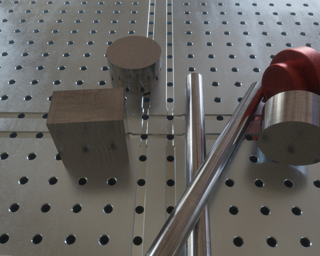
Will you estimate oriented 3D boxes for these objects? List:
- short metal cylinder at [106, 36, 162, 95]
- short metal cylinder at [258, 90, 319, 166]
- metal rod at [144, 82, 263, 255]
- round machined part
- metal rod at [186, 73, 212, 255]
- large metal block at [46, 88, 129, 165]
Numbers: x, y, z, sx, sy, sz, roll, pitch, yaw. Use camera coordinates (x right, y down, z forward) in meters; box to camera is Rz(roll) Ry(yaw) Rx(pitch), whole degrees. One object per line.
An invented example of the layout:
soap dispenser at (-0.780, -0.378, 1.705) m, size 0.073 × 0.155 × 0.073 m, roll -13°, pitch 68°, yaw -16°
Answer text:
short metal cylinder at (-0.038, -0.096, 0.472) m, size 0.080 × 0.050 × 0.080 m, roll 0°, pitch 50°, yaw 0°
short metal cylinder at (0.162, 0.001, 0.372) m, size 0.080 × 0.080 × 0.050 m, roll 13°, pitch 52°, yaw 11°
metal rod at (0.071, 0.029, 0.358) m, size 0.025 × 0.025 × 0.301 m, roll 24°, pitch 46°, yaw 19°
round machined part at (0.171, -0.054, 0.405) m, size 0.042 × 0.097 × 0.098 m, roll -15°, pitch 52°, yaw -16°
metal rod at (0.044, 0.040, 0.373) m, size 0.025 × 0.025 × 0.300 m, roll 2°, pitch 50°, yaw 2°
large metal block at (-0.080, 0.000, 0.371) m, size 0.081 × 0.080 × 0.050 m, roll -3°, pitch 50°, yaw -3°
